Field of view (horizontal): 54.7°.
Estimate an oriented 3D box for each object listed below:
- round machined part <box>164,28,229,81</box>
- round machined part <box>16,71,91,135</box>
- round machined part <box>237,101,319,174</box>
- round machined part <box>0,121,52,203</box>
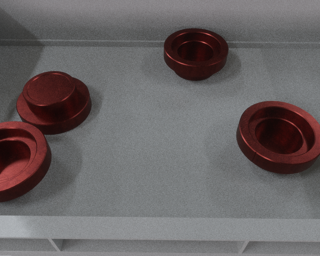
[{"bbox_3d":[0.055,-0.112,0.488,0.099,0.042,0.098,0,50,0],"label":"round machined part"},{"bbox_3d":[-0.148,-0.041,0.428,0.099,0.042,0.098,0,50,0],"label":"round machined part"},{"bbox_3d":[0.143,0.016,0.382,0.099,0.042,0.098,0,50,0],"label":"round machined part"},{"bbox_3d":[-0.175,0.042,0.357,0.099,0.042,0.098,0,50,0],"label":"round machined part"}]
